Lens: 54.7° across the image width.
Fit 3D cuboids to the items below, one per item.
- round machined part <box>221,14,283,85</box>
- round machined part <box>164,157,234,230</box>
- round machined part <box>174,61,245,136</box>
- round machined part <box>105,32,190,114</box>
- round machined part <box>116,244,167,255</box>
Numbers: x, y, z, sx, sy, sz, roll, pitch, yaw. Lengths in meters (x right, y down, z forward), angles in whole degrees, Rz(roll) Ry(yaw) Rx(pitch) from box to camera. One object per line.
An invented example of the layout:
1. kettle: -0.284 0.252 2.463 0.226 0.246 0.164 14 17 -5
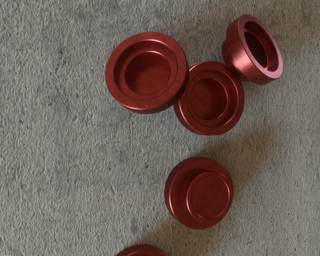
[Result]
1. round machined part: 0.124 -0.104 0.431 0.099 0.042 0.098 18 60 -35
2. round machined part: 0.059 0.090 0.422 0.099 0.042 0.097 0 90 -20
3. round machined part: 0.062 -0.039 0.422 0.099 0.042 0.097 0 91 -21
4. round machined part: -0.013 -0.063 0.379 0.098 0.042 0.098 -3 75 12
5. round machined part: -0.022 0.203 0.392 0.099 0.042 0.097 0 90 -20
